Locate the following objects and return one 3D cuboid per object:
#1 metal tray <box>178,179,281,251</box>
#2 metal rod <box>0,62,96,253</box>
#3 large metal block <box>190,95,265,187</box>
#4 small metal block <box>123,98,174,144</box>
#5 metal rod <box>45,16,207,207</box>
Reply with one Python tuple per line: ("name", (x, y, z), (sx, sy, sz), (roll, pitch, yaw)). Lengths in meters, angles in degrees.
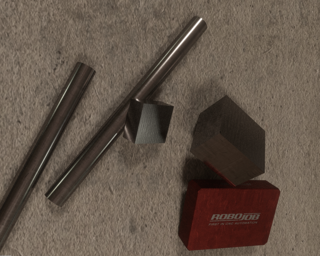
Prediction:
("metal tray", (0.097, 0.120, 0.432), (0.131, 0.030, 0.089), (4, 103, -21))
("metal rod", (-0.153, 0.060, 0.352), (0.025, 0.025, 0.299), (29, 80, -18))
("large metal block", (0.093, 0.017, 0.411), (0.080, 0.050, 0.080), (40, 40, -16))
("small metal block", (-0.014, -0.008, 0.389), (0.050, 0.025, 0.050), (2, 107, -44))
("metal rod", (-0.035, -0.030, 0.396), (0.025, 0.025, 0.300), (42, 77, -16))
